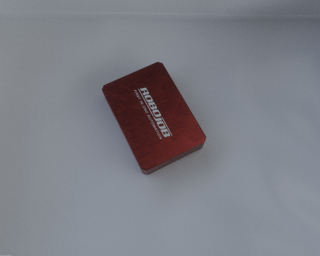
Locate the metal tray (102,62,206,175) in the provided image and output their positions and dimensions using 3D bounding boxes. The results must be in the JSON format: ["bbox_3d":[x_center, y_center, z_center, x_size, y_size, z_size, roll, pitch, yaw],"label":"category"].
[{"bbox_3d":[-0.010,-0.015,0.413,0.090,0.030,0.130,-26,72,-9],"label":"metal tray"}]
